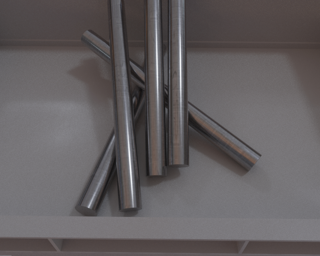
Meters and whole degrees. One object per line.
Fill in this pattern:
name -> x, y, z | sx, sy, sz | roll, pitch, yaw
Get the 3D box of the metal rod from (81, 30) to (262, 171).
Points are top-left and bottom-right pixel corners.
metal rod -> 0.003, -0.047, 0.417 | 0.300, 0.025, 0.025 | 39, 60, 18

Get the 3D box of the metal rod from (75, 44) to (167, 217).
metal rod -> -0.040, -0.022, 0.423 | 0.025, 0.025, 0.300 | 12, 51, 9

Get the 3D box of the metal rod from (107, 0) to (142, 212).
metal rod -> -0.048, -0.048, 0.393 | 0.025, 0.025, 0.299 | -5, 66, -4

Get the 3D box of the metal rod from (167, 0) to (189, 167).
metal rod -> 0.022, -0.099, 0.402 | 0.025, 0.025, 0.299 | 0, 73, 0

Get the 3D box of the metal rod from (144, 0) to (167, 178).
metal rod -> -0.008, -0.087, 0.400 | 0.025, 0.025, 0.299 | -1, 74, -1
